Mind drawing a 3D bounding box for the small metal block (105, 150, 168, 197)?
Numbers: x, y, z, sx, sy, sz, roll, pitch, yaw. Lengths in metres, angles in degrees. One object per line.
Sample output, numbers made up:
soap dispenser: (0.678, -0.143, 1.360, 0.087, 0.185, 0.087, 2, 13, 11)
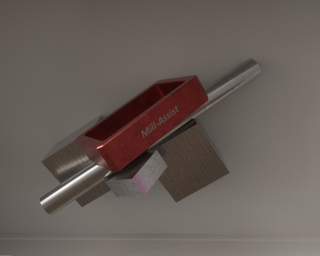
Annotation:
small metal block: (-0.028, 0.054, 0.364, 0.050, 0.050, 0.025, -14, 114, 44)

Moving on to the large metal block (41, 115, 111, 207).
large metal block: (-0.091, 0.043, 0.409, 0.080, 0.050, 0.080, -32, 107, 10)

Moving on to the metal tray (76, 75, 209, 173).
metal tray: (-0.021, -0.010, 0.343, 0.131, 0.090, 0.030, -38, 110, -21)

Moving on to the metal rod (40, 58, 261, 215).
metal rod: (-0.007, 0.007, 0.373, 0.301, 0.025, 0.025, -34, 108, -5)

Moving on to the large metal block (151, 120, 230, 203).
large metal block: (0.033, 0.038, 0.411, 0.080, 0.050, 0.080, -32, 107, 10)
